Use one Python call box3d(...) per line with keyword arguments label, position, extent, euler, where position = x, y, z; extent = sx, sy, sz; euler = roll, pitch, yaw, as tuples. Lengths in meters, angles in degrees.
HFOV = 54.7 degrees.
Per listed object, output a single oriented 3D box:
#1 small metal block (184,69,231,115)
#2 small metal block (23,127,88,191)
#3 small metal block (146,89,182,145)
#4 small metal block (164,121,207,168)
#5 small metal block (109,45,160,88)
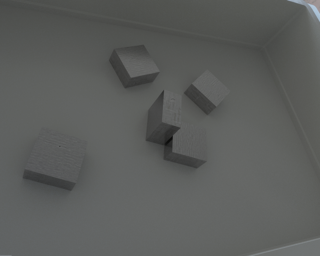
box3d(label="small metal block", position=(0.074, -0.056, 0.482), extent=(0.050, 0.025, 0.050), euler=(44, 51, 2))
box3d(label="small metal block", position=(-0.109, 0.033, 0.327), extent=(0.050, 0.025, 0.050), euler=(20, 54, -17))
box3d(label="small metal block", position=(0.005, -0.013, 0.402), extent=(0.025, 0.050, 0.050), euler=(17, 55, -19))
box3d(label="small metal block", position=(0.034, 0.021, 0.413), extent=(0.050, 0.025, 0.050), euler=(17, 55, -19))
box3d(label="small metal block", position=(-0.036, -0.088, 0.441), extent=(0.050, 0.025, 0.050), euler=(-19, 72, -36))
